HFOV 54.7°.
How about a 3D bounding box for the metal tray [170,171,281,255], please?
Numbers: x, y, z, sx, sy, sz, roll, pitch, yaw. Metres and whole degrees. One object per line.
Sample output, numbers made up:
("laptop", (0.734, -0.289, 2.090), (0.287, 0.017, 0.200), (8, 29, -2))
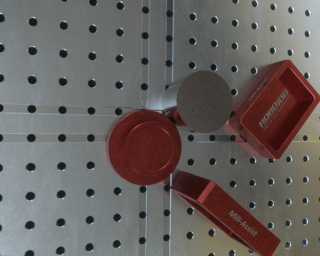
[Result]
("metal tray", (0.083, 0.112, 0.408), (0.130, 0.090, 0.030), (41, 77, -16))

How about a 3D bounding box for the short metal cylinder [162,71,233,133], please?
("short metal cylinder", (0.050, -0.034, 0.418), (0.081, 0.050, 0.079), (0, 90, -20))

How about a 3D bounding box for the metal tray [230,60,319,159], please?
("metal tray", (0.179, -0.028, 0.475), (0.090, 0.030, 0.130), (44, 76, -15))

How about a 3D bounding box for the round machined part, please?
("round machined part", (-0.017, 0.025, 0.397), (0.099, 0.042, 0.097), (0, 90, -20))
